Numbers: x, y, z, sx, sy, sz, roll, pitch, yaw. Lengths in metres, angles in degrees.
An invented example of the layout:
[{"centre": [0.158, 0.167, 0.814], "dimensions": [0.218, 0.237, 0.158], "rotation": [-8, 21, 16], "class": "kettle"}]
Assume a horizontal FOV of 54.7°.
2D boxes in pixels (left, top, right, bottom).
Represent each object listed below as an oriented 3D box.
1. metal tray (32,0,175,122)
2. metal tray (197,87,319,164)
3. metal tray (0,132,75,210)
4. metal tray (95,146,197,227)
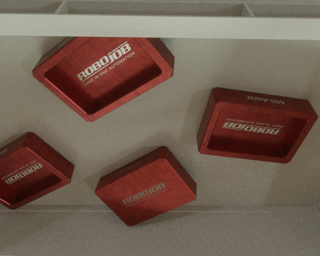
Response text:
[{"centre": [-0.061, -0.067, 0.339], "dimensions": [0.130, 0.030, 0.090], "rotation": [-26, 126, 27], "class": "metal tray"}, {"centre": [0.122, 0.000, 0.406], "dimensions": [0.131, 0.030, 0.089], "rotation": [7, 130, -6], "class": "metal tray"}, {"centre": [-0.207, 0.068, 0.461], "dimensions": [0.130, 0.030, 0.090], "rotation": [-27, 126, 20], "class": "metal tray"}, {"centre": [-0.021, 0.092, 0.473], "dimensions": [0.130, 0.030, 0.090], "rotation": [-29, 113, 22], "class": "metal tray"}]
